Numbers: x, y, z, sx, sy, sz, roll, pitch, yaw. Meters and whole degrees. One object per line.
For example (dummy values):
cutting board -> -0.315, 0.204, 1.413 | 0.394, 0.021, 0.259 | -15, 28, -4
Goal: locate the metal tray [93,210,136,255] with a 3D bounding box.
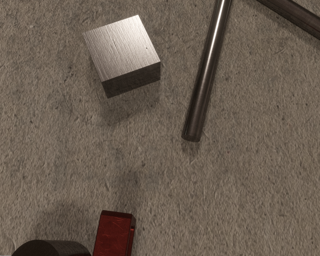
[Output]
metal tray -> -0.051, 0.155, 0.316 | 0.030, 0.090, 0.130 | 8, 70, 1

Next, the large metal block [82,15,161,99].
large metal block -> -0.052, -0.098, 0.430 | 0.080, 0.050, 0.080 | -21, 72, -8

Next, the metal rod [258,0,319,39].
metal rod -> 0.250, -0.143, 0.463 | 0.300, 0.025, 0.025 | 39, 74, 12

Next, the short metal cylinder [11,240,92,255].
short metal cylinder -> -0.115, 0.159, 0.321 | 0.080, 0.050, 0.080 | -9, 67, 22

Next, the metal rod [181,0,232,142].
metal rod -> 0.078, -0.122, 0.453 | 0.025, 0.025, 0.299 | 14, 70, 5
